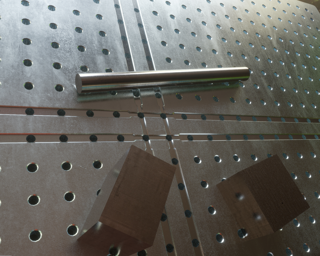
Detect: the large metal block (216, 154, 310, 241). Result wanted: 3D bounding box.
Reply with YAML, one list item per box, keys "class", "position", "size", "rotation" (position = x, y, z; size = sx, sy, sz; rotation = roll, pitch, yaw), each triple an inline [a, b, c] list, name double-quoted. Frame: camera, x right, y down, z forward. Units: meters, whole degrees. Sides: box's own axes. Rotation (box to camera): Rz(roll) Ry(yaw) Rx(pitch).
- class: "large metal block"
  position: [0.137, 0.090, 0.413]
  size: [0.081, 0.050, 0.080]
  rotation: [-16, 70, -35]

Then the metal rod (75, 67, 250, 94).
- class: "metal rod"
  position: [0.024, -0.076, 0.469]
  size: [0.303, 0.025, 0.025]
  rotation: [-9, 67, -32]

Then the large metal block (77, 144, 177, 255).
- class: "large metal block"
  position: [-0.034, 0.076, 0.310]
  size: [0.050, 0.080, 0.080]
  rotation: [29, 52, -11]
